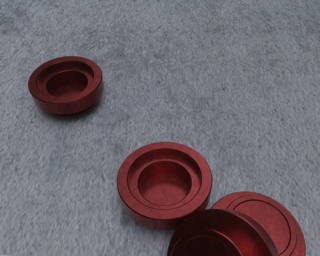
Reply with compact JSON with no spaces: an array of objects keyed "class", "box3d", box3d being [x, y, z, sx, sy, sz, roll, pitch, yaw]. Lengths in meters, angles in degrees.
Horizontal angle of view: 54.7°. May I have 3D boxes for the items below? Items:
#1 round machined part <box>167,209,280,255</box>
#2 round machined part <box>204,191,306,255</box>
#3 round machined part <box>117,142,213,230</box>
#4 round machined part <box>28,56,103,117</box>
[{"class":"round machined part","box3d":[0.047,0.118,0.259,0.098,0.042,0.098,-8,74,31]},{"class":"round machined part","box3d":[0.093,0.106,0.305,0.099,0.042,0.098,0,50,0]},{"class":"round machined part","box3d":[0.005,0.065,0.334,0.099,0.042,0.098,-1,45,1]},{"class":"round machined part","box3d":[-0.129,-0.055,0.436,0.099,0.042,0.098,0,50,0]}]
